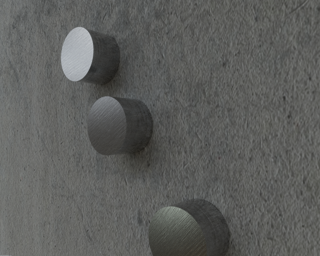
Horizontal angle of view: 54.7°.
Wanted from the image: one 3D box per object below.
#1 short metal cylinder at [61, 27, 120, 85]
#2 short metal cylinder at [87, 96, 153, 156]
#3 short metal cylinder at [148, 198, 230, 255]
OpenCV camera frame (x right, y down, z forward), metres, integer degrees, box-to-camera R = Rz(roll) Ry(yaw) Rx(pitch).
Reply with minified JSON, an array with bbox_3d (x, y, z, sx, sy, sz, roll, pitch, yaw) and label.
[{"bbox_3d":[-0.108,-0.109,0.478,0.080,0.050,0.080,0,90,40],"label":"short metal cylinder"},{"bbox_3d":[-0.057,-0.003,0.436,0.080,0.050,0.080,0,90,40],"label":"short metal cylinder"},{"bbox_3d":[0.033,0.127,0.361,0.080,0.050,0.080,0,90,40],"label":"short metal cylinder"}]
